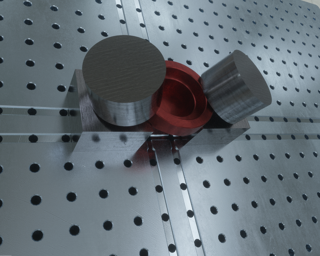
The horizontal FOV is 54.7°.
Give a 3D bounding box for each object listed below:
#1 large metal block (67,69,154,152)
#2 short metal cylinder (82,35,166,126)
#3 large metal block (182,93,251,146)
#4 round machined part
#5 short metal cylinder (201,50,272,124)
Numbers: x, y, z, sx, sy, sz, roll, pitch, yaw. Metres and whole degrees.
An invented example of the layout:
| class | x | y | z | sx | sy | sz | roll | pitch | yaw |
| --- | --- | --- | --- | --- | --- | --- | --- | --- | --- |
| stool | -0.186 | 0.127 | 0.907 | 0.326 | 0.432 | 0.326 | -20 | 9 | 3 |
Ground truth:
| class | x | y | z | sx | sy | sz | roll | pitch | yaw |
| --- | --- | --- | --- | --- | --- | --- | --- | --- | --- |
| large metal block | -0.062 | -0.019 | 0.370 | 0.081 | 0.050 | 0.080 | 1 | 62 | -28 |
| short metal cylinder | -0.036 | -0.048 | 0.321 | 0.081 | 0.050 | 0.080 | 2 | 65 | -4 |
| large metal block | 0.070 | -0.023 | 0.443 | 0.081 | 0.050 | 0.080 | -1 | 62 | -29 |
| round machined part | 0.014 | -0.033 | 0.387 | 0.099 | 0.042 | 0.098 | 14 | 56 | -21 |
| short metal cylinder | 0.097 | -0.052 | 0.395 | 0.080 | 0.050 | 0.080 | 31 | 42 | -33 |
